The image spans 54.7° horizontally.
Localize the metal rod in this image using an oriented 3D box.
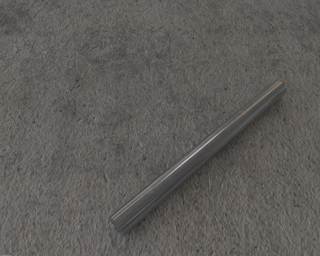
[{"bbox_3d":[0.064,0.022,0.385,0.302,0.025,0.025,-36,59,-27],"label":"metal rod"}]
